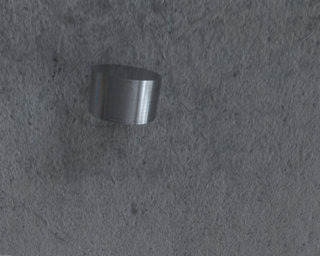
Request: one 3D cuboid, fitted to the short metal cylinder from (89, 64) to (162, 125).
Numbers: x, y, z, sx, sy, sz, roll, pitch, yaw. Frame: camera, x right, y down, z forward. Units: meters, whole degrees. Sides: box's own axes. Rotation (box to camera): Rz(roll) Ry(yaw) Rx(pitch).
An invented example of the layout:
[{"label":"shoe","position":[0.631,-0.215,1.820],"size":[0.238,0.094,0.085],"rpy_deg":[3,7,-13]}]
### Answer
[{"label":"short metal cylinder","position":[-0.041,-0.042,0.365],"size":[0.081,0.080,0.050],"rpy_deg":[8,110,-4]}]
